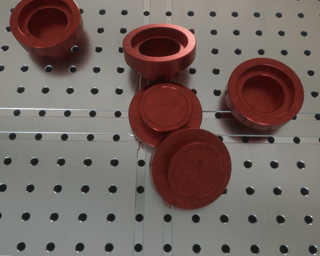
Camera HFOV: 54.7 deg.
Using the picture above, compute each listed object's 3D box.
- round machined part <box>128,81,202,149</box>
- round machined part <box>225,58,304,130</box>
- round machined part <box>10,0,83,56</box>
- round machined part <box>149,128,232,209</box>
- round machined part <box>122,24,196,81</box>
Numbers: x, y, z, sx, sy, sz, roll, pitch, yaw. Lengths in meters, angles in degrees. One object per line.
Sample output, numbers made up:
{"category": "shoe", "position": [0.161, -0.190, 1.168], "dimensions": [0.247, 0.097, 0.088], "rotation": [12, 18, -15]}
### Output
{"category": "round machined part", "position": [0.007, -0.021, 0.410], "dimensions": [0.099, 0.042, 0.098], "rotation": [0, 70, -1]}
{"category": "round machined part", "position": [0.137, -0.042, 0.420], "dimensions": [0.099, 0.042, 0.098], "rotation": [0, 70, -1]}
{"category": "round machined part", "position": [-0.162, -0.148, 0.455], "dimensions": [0.099, 0.042, 0.098], "rotation": [0, 70, -1]}
{"category": "round machined part", "position": [0.039, 0.049, 0.366], "dimensions": [0.099, 0.042, 0.097], "rotation": [-1, 93, -11]}
{"category": "round machined part", "position": [0.000, -0.101, 0.427], "dimensions": [0.099, 0.042, 0.098], "rotation": [-1, 46, 1]}
